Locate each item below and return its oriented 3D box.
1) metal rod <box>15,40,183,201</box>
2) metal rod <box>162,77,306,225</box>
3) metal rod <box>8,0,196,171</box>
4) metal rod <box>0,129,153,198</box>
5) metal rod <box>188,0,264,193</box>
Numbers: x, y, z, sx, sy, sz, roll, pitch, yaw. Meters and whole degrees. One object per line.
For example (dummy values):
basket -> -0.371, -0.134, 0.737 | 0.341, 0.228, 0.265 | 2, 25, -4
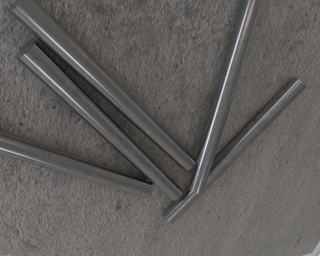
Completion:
metal rod -> -0.051, 0.014, 0.386 | 0.025, 0.025, 0.300 | -41, 130, 0
metal rod -> 0.115, 0.039, 0.493 | 0.300, 0.025, 0.025 | -47, 129, 5
metal rod -> -0.041, -0.029, 0.366 | 0.025, 0.025, 0.300 | -44, 129, 2
metal rod -> -0.125, 0.036, 0.360 | 0.301, 0.025, 0.025 | 27, 104, -37
metal rod -> 0.086, -0.041, 0.419 | 0.025, 0.025, 0.298 | 0, 116, -28
